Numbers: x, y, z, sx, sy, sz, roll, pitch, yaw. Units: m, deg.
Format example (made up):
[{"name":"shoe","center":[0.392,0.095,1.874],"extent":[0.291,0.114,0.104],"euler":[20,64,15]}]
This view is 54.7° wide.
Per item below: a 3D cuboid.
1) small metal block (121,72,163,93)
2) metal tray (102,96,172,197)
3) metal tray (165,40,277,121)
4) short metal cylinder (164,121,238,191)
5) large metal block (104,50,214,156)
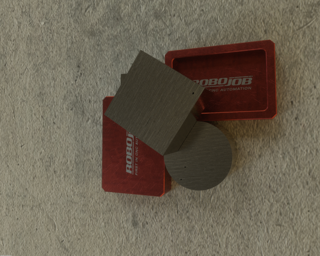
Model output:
[{"name":"small metal block","center":[-0.017,-0.055,0.403],"extent":[0.050,0.050,0.025],"euler":[1,91,20]},{"name":"metal tray","center":[-0.031,0.022,0.419],"extent":[0.090,0.030,0.129],"euler":[1,90,20]},{"name":"metal tray","center":[0.073,-0.054,0.381],"extent":[0.130,0.030,0.089],"euler":[-2,89,19]},{"name":"short metal cylinder","center":[0.051,0.032,0.378],"extent":[0.080,0.050,0.080],"euler":[0,90,20]},{"name":"large metal block","center":[0.000,-0.027,0.342],"extent":[0.080,0.050,0.080],"euler":[34,101,16]}]
